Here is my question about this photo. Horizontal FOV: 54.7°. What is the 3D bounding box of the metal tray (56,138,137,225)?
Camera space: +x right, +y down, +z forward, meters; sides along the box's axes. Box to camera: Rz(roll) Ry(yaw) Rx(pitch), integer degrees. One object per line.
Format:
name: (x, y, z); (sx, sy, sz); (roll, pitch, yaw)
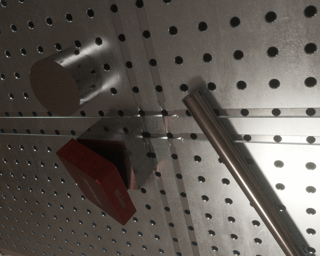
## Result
metal tray: (-0.089, 0.081, 0.451); (0.090, 0.030, 0.129); (26, 149, 31)

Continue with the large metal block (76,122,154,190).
large metal block: (-0.063, 0.039, 0.450); (0.080, 0.050, 0.079); (2, 119, 27)

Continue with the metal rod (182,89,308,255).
metal rod: (0.121, 0.081, 0.396); (0.025, 0.025, 0.299); (-26, 104, 37)

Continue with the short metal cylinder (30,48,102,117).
short metal cylinder: (-0.127, -0.062, 0.421); (0.080, 0.050, 0.079); (13, 124, 20)
